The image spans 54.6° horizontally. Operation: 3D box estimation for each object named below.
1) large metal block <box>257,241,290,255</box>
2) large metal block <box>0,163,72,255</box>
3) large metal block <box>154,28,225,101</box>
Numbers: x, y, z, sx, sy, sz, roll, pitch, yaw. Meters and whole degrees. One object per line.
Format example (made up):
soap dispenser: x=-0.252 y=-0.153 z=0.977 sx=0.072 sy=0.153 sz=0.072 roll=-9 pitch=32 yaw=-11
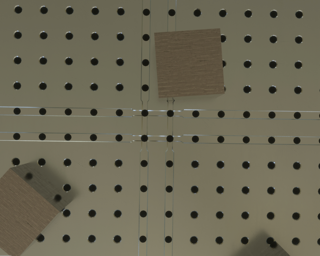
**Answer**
large metal block: x=0.155 y=0.212 z=0.402 sx=0.080 sy=0.050 sz=0.080 roll=-41 pitch=90 yaw=0
large metal block: x=-0.178 y=0.104 z=0.400 sx=0.080 sy=0.050 sz=0.080 roll=42 pitch=90 yaw=0
large metal block: x=0.036 y=-0.079 z=0.401 sx=0.080 sy=0.050 sz=0.080 roll=-4 pitch=90 yaw=0
